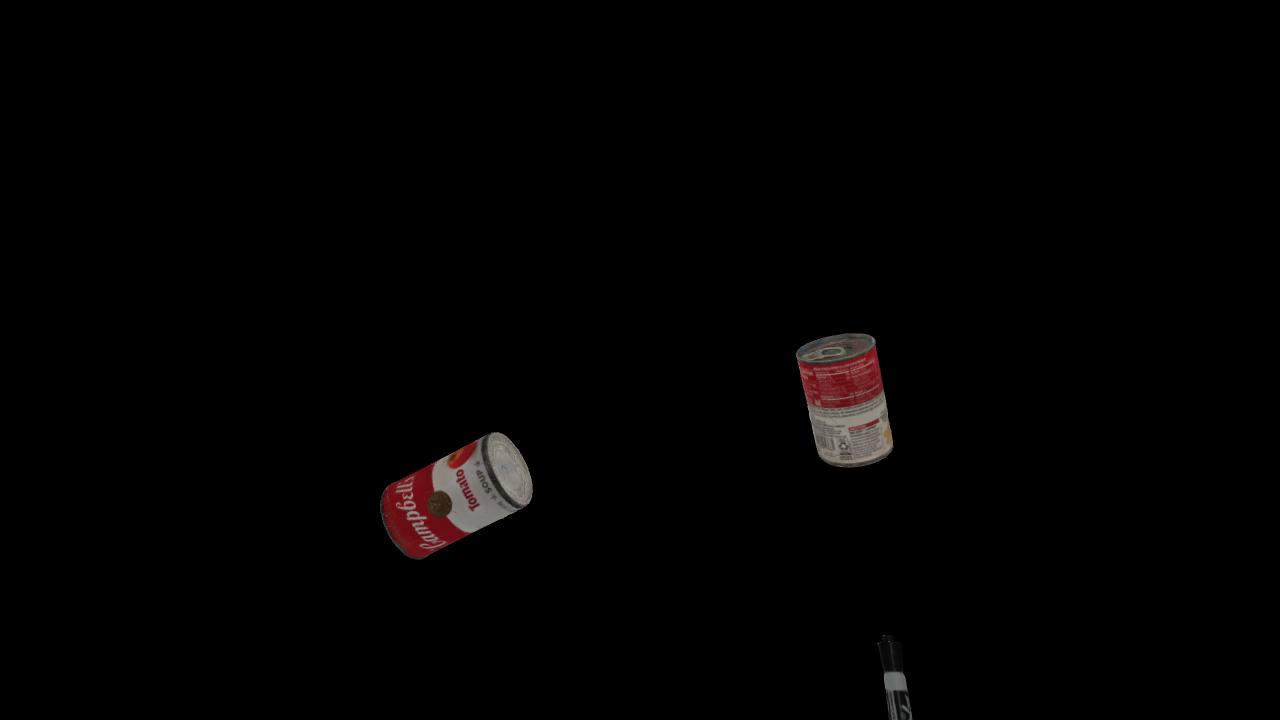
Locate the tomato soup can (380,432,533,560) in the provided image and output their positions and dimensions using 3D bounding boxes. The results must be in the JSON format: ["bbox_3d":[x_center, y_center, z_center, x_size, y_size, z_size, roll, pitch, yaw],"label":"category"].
[{"bbox_3d":[-0.147,0.110,0.502,0.101,0.068,0.068,-27,-4,7],"label":"tomato soup can"}]

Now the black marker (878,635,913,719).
[{"bbox_3d":[0.210,0.287,0.494,0.020,0.121,0.020,2,-32,1],"label":"black marker"}]

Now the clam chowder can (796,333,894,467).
[{"bbox_3d":[0.182,0.035,0.545,0.068,0.102,0.068,-15,15,4],"label":"clam chowder can"}]
